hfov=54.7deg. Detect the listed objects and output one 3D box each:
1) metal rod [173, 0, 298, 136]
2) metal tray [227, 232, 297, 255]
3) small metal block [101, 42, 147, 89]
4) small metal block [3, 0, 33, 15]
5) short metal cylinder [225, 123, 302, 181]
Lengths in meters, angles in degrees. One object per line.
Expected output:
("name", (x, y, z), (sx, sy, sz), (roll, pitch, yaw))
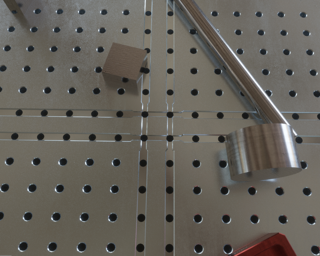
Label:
("metal rod", (0.095, -0.106, 0.450), (0.025, 0.025, 0.299), (-29, 73, -10))
("metal tray", (0.099, 0.185, 0.341), (0.131, 0.030, 0.090), (-23, 72, -9))
("small metal block", (-0.050, -0.090, 0.444), (0.050, 0.025, 0.050), (15, 71, 5))
("small metal block", (-0.218, -0.213, 0.475), (0.025, 0.050, 0.050), (19, 71, 7))
("short metal cylinder", (0.122, 0.032, 0.372), (0.081, 0.080, 0.050), (-4, 70, -2))
